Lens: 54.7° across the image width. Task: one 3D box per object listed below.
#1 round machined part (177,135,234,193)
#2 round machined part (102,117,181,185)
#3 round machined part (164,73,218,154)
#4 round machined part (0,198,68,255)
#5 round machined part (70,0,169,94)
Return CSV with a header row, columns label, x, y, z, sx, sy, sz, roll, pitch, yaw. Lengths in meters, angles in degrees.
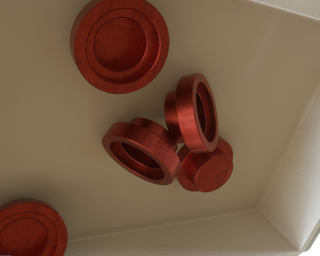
label,x,y,z,sx,sy,sz,roll,pitch,yaw
round machined part,0.073,0.060,0.477,0.099,0.042,0.097,-14,125,-21
round machined part,-0.018,0.025,0.378,0.042,0.098,0.098,-58,136,-28
round machined part,0.038,-0.016,0.387,0.042,0.098,0.098,-9,134,25
round machined part,-0.166,0.134,0.374,0.099,0.042,0.097,-1,92,-27
round machined part,-0.043,-0.088,0.321,0.099,0.042,0.097,-14,125,-21
